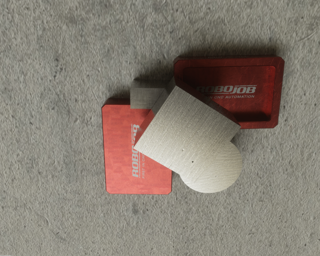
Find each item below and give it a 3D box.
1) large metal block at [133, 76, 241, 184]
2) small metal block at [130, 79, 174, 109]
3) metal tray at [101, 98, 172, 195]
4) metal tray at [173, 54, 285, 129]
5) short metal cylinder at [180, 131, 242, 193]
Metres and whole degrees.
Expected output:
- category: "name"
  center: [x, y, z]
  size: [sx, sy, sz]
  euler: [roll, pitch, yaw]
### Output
- category: "large metal block"
  center: [0.028, 0.001, 0.344]
  size: [0.080, 0.050, 0.080]
  euler: [31, 107, -11]
- category: "small metal block"
  center: [-0.009, -0.043, 0.382]
  size: [0.050, 0.050, 0.025]
  euler: [1, 110, -1]
- category: "metal tray"
  center: [-0.028, 0.026, 0.419]
  size: [0.091, 0.030, 0.129]
  euler: [1, 110, 0]
- category: "metal tray"
  center: [0.083, -0.045, 0.392]
  size: [0.131, 0.030, 0.089]
  euler: [-2, 110, 0]
- category: "short metal cylinder"
  center: [0.063, 0.039, 0.412]
  size: [0.080, 0.050, 0.079]
  euler: [0, 110, 0]
